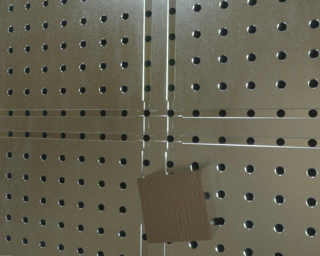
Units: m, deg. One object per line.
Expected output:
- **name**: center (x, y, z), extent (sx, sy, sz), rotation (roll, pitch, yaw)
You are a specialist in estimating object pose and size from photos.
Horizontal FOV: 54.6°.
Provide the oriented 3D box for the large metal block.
- **large metal block**: center (0.024, 0.095, 0.391), extent (0.080, 0.050, 0.080), rotation (-11, 86, 19)
